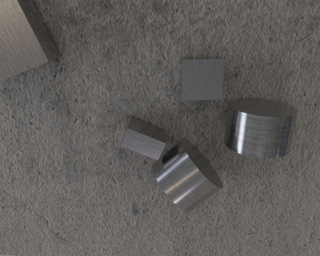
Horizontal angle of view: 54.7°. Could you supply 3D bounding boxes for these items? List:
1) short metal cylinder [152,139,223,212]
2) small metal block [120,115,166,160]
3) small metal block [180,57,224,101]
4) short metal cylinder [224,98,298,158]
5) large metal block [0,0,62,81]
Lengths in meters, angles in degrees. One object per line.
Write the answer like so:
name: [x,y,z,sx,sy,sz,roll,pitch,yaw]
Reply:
short metal cylinder: [0.036,0.060,0.403,0.050,0.080,0.080,-41,105,14]
small metal block: [-0.021,0.012,0.401,0.050,0.050,0.025,22,109,-8]
small metal block: [0.052,-0.062,0.387,0.050,0.025,0.050,-2,110,0]
short metal cylinder: [0.122,-0.003,0.381,0.081,0.080,0.050,2,110,-1]
large metal block: [-0.175,-0.103,0.357,0.080,0.050,0.080,-20,109,7]
